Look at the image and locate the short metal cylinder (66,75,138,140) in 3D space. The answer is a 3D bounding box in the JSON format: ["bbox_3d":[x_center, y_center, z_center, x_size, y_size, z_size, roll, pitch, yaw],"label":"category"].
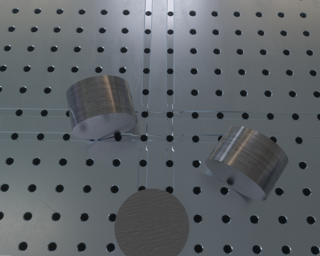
[{"bbox_3d":[-0.073,-0.024,0.390,0.081,0.080,0.050,-13,71,-5],"label":"short metal cylinder"}]

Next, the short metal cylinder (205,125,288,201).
[{"bbox_3d":[0.102,0.042,0.368,0.080,0.080,0.050,34,74,11],"label":"short metal cylinder"}]

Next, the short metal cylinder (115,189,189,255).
[{"bbox_3d":[-0.009,0.114,0.357,0.081,0.050,0.080,0,70,0],"label":"short metal cylinder"}]
